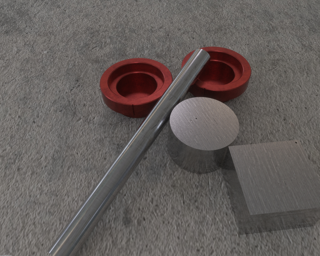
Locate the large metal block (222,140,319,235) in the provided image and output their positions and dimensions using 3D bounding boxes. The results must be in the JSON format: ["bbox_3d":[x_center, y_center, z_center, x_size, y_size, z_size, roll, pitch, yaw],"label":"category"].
[{"bbox_3d":[0.119,0.063,0.335,0.081,0.050,0.080,-5,50,-4],"label":"large metal block"}]

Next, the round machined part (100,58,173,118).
[{"bbox_3d":[-0.031,-0.052,0.434,0.099,0.042,0.098,-1,49,1],"label":"round machined part"}]

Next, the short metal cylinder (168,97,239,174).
[{"bbox_3d":[0.051,0.008,0.378,0.081,0.050,0.080,2,52,-2],"label":"short metal cylinder"}]

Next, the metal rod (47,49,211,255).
[{"bbox_3d":[-0.020,0.013,0.361,0.025,0.025,0.301,25,64,19],"label":"metal rod"}]

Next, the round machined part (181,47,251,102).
[{"bbox_3d":[0.079,-0.073,0.454,0.099,0.042,0.098,0,50,0],"label":"round machined part"}]
